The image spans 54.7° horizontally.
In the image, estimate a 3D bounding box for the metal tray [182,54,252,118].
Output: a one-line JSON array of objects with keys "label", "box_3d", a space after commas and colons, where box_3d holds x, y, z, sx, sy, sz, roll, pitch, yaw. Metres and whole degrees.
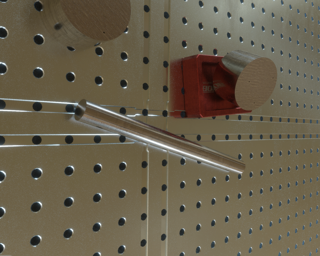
[{"label": "metal tray", "box_3d": [0.094, -0.065, 0.487, 0.131, 0.030, 0.089, -7, 95, -40]}]

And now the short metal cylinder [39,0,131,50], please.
[{"label": "short metal cylinder", "box_3d": [-0.078, -0.128, 0.328, 0.081, 0.050, 0.079, 0, 90, -40]}]

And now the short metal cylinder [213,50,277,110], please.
[{"label": "short metal cylinder", "box_3d": [0.128, -0.073, 0.467, 0.081, 0.050, 0.079, -14, 121, -25]}]

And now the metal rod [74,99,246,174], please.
[{"label": "metal rod", "box_3d": [0.024, 0.023, 0.431, 0.302, 0.025, 0.025, 21, 77, -38]}]
